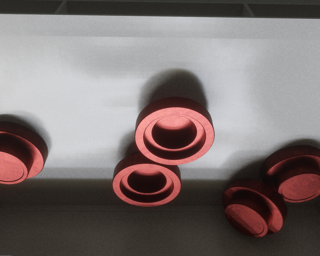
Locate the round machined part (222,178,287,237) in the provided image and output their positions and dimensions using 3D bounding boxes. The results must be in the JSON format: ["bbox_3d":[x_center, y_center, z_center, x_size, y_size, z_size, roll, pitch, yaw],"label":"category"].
[{"bbox_3d":[0.140,0.129,0.478,0.098,0.042,0.097,23,135,26],"label":"round machined part"}]

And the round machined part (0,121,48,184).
[{"bbox_3d":[-0.212,0.041,0.431,0.099,0.042,0.097,0,130,0],"label":"round machined part"}]

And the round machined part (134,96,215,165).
[{"bbox_3d":[0.018,-0.001,0.397,0.099,0.042,0.097,0,130,0],"label":"round machined part"}]

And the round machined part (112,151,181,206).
[{"bbox_3d":[-0.019,0.070,0.457,0.099,0.042,0.097,0,130,0],"label":"round machined part"}]

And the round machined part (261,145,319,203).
[{"bbox_3d":[0.205,0.074,0.463,0.099,0.042,0.097,0,130,0],"label":"round machined part"}]
